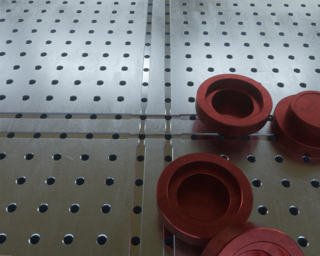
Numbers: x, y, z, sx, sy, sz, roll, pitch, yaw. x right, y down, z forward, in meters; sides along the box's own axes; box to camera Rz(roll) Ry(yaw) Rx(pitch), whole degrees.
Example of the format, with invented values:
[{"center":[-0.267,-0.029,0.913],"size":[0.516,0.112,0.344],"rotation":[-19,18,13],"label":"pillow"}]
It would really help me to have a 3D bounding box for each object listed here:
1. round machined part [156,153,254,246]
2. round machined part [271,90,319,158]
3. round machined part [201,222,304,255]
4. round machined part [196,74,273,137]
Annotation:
[{"center":[0.046,0.078,0.332],"size":[0.099,0.042,0.098],"rotation":[0,50,0],"label":"round machined part"},{"center":[0.202,-0.012,0.409],"size":[0.099,0.042,0.098],"rotation":[0,50,0],"label":"round machined part"},{"center":[0.074,0.130,0.267],"size":[0.099,0.042,0.097],"rotation":[1,88,-17],"label":"round machined part"},{"center":[0.097,-0.026,0.420],"size":[0.099,0.042,0.098],"rotation":[0,50,0],"label":"round machined part"}]
